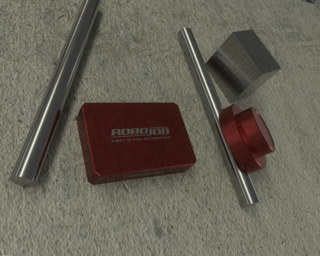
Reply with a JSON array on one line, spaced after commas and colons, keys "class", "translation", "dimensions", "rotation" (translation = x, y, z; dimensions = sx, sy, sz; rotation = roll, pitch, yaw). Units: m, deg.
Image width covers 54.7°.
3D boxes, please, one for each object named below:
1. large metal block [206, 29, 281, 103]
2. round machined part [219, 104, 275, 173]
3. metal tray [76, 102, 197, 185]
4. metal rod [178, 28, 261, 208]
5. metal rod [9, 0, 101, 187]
[{"class": "large metal block", "translation": [0.131, -0.100, 0.503], "dimensions": [0.050, 0.080, 0.080], "rotation": [-20, 73, -36]}, {"class": "round machined part", "translation": [0.125, 0.009, 0.430], "dimensions": [0.098, 0.042, 0.098], "rotation": [43, 31, -34]}, {"class": "metal tray", "translation": [-0.028, 0.014, 0.378], "dimensions": [0.131, 0.030, 0.090], "rotation": [-3, 63, -30]}, {"class": "metal rod", "translation": [0.081, -0.030, 0.467], "dimensions": [0.025, 0.025, 0.299], "rotation": [-2, 63, -30]}, {"class": "metal rod", "translation": [-0.117, -0.071, 0.384], "dimensions": [0.025, 0.025, 0.300], "rotation": [19, 54, -17]}]
